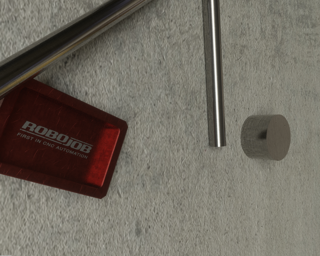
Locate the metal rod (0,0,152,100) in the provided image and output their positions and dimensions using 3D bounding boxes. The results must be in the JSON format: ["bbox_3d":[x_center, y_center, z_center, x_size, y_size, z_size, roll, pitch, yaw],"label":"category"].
[{"bbox_3d":[-0.063,-0.116,0.329,0.301,0.025,0.025,-49,120,-37],"label":"metal rod"}]

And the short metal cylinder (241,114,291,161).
[{"bbox_3d":[0.188,0.016,0.550,0.081,0.050,0.079,0,90,-40],"label":"short metal cylinder"}]

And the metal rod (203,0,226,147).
[{"bbox_3d":[0.082,-0.121,0.475,0.025,0.025,0.298,-6,94,-40],"label":"metal rod"}]

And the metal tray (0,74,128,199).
[{"bbox_3d":[-0.103,0.013,0.316,0.131,0.030,0.090,26,74,-37],"label":"metal tray"}]
